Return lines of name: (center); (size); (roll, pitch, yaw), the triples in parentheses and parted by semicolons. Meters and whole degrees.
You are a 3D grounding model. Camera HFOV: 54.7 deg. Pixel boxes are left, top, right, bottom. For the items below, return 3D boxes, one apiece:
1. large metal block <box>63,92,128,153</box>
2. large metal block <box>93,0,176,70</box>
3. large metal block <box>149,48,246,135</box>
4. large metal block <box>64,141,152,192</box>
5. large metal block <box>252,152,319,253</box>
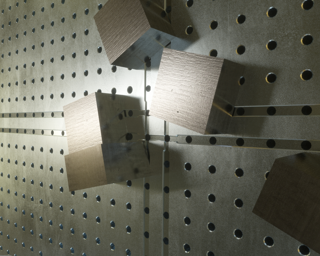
large metal block: (-0.099, -0.003, 0.472); (0.080, 0.050, 0.080); (-16, 80, 38)
large metal block: (-0.036, -0.138, 0.421); (0.080, 0.050, 0.080); (-32, 70, 35)
large metal block: (0.041, -0.043, 0.358); (0.080, 0.050, 0.079); (21, 103, 37)
large metal block: (-0.072, 0.053, 0.431); (0.080, 0.081, 0.050); (-18, 79, 38)
large metal block: (0.138, 0.063, 0.259); (0.080, 0.081, 0.050); (29, 108, 36)
